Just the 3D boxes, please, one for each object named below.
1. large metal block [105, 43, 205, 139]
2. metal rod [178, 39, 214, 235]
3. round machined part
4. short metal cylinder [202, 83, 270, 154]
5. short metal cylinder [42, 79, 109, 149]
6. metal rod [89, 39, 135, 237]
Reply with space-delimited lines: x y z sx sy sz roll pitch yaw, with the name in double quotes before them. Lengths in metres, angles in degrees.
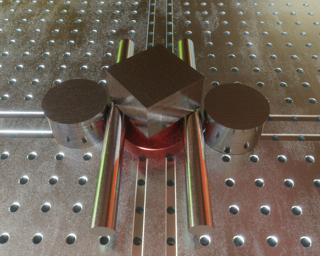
"large metal block" -0.007 -0.047 0.369 0.081 0.050 0.080 -31 57 -24
"metal rod" 0.040 -0.016 0.394 0.025 0.025 0.300 0 50 0
"round machined part" -0.007 -0.011 0.406 0.099 0.042 0.098 0 50 0
"short metal cylinder" 0.095 -0.013 0.402 0.080 0.050 0.080 0 50 0
"short metal cylinder" -0.107 -0.019 0.407 0.080 0.050 0.080 0 50 0
"metal rod" -0.054 -0.015 0.393 0.025 0.025 0.300 0 50 0
